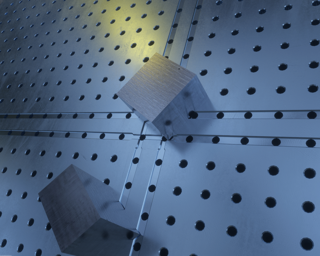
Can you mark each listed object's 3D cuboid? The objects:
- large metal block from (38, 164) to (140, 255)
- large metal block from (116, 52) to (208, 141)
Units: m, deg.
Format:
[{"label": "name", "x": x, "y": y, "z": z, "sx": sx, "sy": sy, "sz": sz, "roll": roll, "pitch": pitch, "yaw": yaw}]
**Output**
[{"label": "large metal block", "x": -0.080, "y": 0.098, "z": 0.353, "sx": 0.050, "sy": 0.080, "sz": 0.080, "roll": -42, "pitch": 51, "yaw": -1}, {"label": "large metal block", "x": 0.003, "y": -0.044, "z": 0.416, "sx": 0.080, "sy": 0.050, "sz": 0.080, "roll": -47, "pitch": 52, "yaw": -5}]
